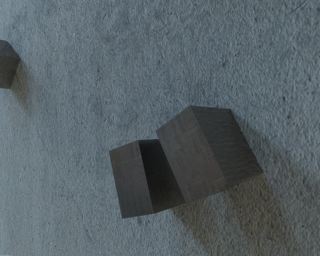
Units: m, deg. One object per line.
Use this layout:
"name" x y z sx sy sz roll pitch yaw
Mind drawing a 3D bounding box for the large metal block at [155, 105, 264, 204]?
"large metal block" 0.053 0.025 0.326 0.050 0.081 0.080 -36 68 34

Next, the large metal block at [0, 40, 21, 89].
"large metal block" -0.362 -0.144 0.687 0.080 0.050 0.080 45 117 30

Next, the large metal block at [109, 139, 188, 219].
"large metal block" -0.008 0.058 0.375 0.050 0.081 0.080 -21 77 38
